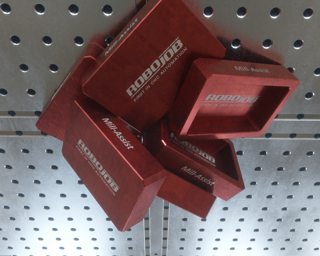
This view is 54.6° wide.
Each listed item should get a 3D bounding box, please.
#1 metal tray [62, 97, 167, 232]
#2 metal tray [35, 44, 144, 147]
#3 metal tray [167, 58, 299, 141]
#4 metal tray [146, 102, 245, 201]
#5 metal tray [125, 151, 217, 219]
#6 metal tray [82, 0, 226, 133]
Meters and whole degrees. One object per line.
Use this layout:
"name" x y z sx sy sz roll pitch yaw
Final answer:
"metal tray" -0.058 0.037 0.343 0.030 0.130 0.089 -20 145 -42
"metal tray" -0.082 -0.028 0.384 0.090 0.030 0.129 31 124 -25
"metal tray" 0.083 -0.029 0.352 0.131 0.030 0.089 -2 135 -29
"metal tray" 0.044 0.026 0.390 0.130 0.090 0.030 31 123 -24
"metal tray" 0.002 0.066 0.405 0.090 0.130 0.030 31 85 -24
"metal tray" -0.007 -0.066 0.327 0.130 0.030 0.090 -44 122 14
